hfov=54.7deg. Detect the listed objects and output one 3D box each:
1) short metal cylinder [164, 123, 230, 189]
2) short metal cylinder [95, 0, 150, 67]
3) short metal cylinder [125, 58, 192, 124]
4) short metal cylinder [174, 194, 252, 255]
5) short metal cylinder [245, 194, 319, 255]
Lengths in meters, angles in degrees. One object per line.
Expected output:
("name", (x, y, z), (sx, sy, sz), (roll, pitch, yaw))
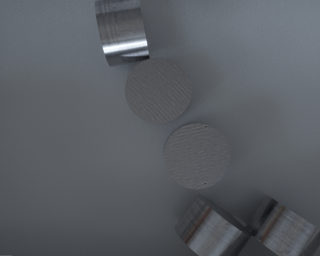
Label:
("short metal cylinder", (0.045, 0.034, 0.399), (0.081, 0.050, 0.080), (0, 90, 0))
("short metal cylinder", (-0.045, -0.120, 0.383), (0.050, 0.080, 0.080), (-11, 90, 0))
("short metal cylinder", (-0.002, -0.045, 0.399), (0.081, 0.050, 0.080), (0, 90, 0))
("short metal cylinder", (0.065, 0.127, 0.384), (0.080, 0.080, 0.050), (36, 90, 0))
("short metal cylinder", (0.155, 0.127, 0.385), (0.080, 0.080, 0.050), (33, 90, 0))
